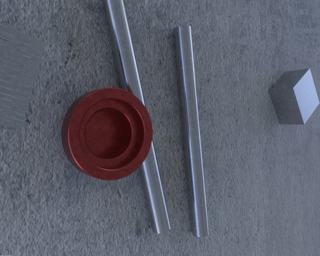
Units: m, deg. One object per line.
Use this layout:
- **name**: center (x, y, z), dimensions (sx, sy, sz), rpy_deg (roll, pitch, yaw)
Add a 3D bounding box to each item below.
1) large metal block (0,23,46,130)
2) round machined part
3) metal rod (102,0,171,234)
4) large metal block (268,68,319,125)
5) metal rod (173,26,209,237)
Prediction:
- **large metal block**: center (-0.154, -0.047, 0.260), dimensions (0.080, 0.050, 0.080), rpy_deg (19, 78, -39)
- **round machined part**: center (-0.060, 0.006, 0.342), dimensions (0.099, 0.042, 0.097), rpy_deg (-1, 92, -36)
- **metal rod**: center (-0.027, -0.011, 0.383), dimensions (0.025, 0.025, 0.298), rpy_deg (-19, 103, -39)
- **large metal block**: center (0.268, -0.062, 0.617), dimensions (0.080, 0.050, 0.080), rpy_deg (-41, 115, -32)
- **metal rod**: center (0.046, 0.008, 0.445), dimensions (0.025, 0.025, 0.298), rpy_deg (-10, 96, -40)
